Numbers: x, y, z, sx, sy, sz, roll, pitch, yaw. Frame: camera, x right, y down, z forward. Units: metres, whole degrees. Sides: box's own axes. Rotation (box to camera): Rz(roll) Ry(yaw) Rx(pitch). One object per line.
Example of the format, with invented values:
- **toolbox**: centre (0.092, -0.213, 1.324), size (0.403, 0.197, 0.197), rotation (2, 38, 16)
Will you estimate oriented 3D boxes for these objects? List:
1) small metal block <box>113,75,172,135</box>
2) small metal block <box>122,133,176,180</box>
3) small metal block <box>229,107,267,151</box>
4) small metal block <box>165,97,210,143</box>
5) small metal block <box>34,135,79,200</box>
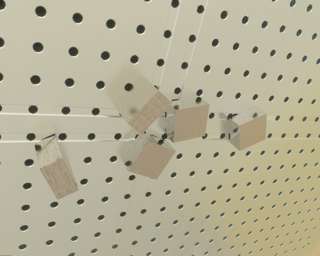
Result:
- **small metal block**: centre (-0.022, -0.029, 0.365), size (0.050, 0.050, 0.025), rotation (-46, 129, 4)
- **small metal block**: centre (-0.015, 0.039, 0.426), size (0.050, 0.025, 0.050), rotation (23, 106, -37)
- **small metal block**: centre (0.138, 0.001, 0.486), size (0.050, 0.025, 0.050), rotation (-22, 127, -15)
- **small metal block**: centre (0.037, -0.012, 0.423), size (0.050, 0.025, 0.050), rotation (-11, 123, -23)
- **small metal block**: centre (-0.119, 0.045, 0.357), size (0.025, 0.050, 0.050), rotation (-24, 127, -14)
